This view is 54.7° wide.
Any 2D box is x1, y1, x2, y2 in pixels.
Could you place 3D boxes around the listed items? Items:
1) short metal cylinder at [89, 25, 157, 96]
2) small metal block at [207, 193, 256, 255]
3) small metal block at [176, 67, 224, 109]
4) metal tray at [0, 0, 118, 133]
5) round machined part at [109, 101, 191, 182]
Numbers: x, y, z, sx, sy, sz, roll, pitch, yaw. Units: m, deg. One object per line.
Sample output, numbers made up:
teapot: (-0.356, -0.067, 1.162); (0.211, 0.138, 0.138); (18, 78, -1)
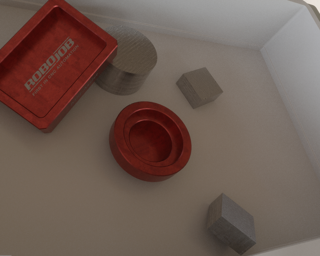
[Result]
short metal cylinder: (-0.051, -0.091, 0.419); (0.081, 0.050, 0.080); (14, 56, -21)
small metal block: (0.086, 0.114, 0.371); (0.050, 0.025, 0.050); (38, 23, -3)
small metal block: (0.061, -0.062, 0.479); (0.050, 0.025, 0.050); (-23, 75, -37)
metal tray: (-0.121, -0.071, 0.345); (0.090, 0.030, 0.130); (37, 76, -3)
round machined part: (-0.015, 0.019, 0.376); (0.099, 0.042, 0.098); (14, 56, -21)
